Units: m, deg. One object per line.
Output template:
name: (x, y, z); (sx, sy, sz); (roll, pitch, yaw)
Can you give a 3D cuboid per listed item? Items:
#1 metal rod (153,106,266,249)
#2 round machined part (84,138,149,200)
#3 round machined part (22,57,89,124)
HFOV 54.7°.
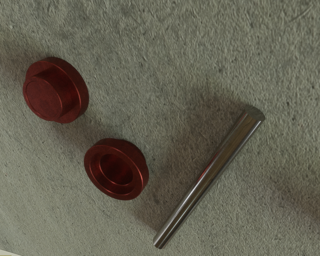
metal rod: (0.052, 0.089, 0.432); (0.025, 0.025, 0.298); (32, 128, 7)
round machined part: (-0.060, 0.056, 0.460); (0.098, 0.042, 0.097); (13, 124, 20)
round machined part: (-0.156, -0.049, 0.445); (0.098, 0.042, 0.097); (13, 124, 20)
